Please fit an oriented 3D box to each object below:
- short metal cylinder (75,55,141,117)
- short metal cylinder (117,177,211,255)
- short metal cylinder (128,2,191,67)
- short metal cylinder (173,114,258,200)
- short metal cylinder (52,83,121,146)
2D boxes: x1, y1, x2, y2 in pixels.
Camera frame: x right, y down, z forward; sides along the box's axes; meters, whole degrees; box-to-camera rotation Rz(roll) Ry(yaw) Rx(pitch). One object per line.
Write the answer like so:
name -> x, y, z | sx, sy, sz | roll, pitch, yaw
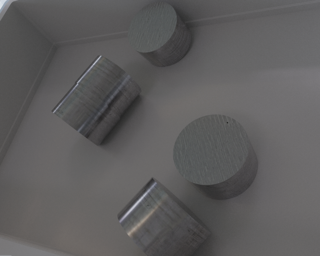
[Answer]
short metal cylinder -> -0.074, -0.058, 0.445 | 0.080, 0.080, 0.050 | 31, 79, 38
short metal cylinder -> 0.004, 0.095, 0.310 | 0.050, 0.080, 0.080 | -47, 51, -4
short metal cylinder -> -0.001, -0.139, 0.464 | 0.080, 0.050, 0.080 | -8, 72, 27
short metal cylinder -> 0.061, 0.032, 0.338 | 0.080, 0.050, 0.080 | -13, 56, 21
short metal cylinder -> -0.103, -0.018, 0.436 | 0.080, 0.080, 0.050 | 31, 79, 38
